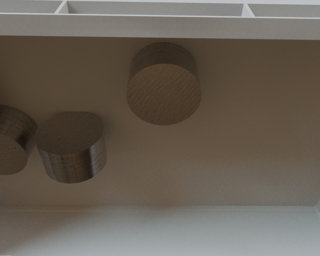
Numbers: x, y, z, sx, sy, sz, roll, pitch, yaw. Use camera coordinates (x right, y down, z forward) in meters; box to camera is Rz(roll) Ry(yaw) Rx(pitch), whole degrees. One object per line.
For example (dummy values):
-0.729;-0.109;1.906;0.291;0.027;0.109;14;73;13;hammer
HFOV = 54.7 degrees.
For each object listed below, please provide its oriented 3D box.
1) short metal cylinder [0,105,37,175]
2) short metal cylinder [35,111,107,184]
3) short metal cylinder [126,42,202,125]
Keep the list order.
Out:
-0.207;0.016;0.404;0.081;0.050;0.079;0;130;0;short metal cylinder
-0.110;0.023;0.391;0.081;0.080;0.050;1;130;-1;short metal cylinder
0.004;-0.049;0.350;0.081;0.050;0.079;0;130;0;short metal cylinder
